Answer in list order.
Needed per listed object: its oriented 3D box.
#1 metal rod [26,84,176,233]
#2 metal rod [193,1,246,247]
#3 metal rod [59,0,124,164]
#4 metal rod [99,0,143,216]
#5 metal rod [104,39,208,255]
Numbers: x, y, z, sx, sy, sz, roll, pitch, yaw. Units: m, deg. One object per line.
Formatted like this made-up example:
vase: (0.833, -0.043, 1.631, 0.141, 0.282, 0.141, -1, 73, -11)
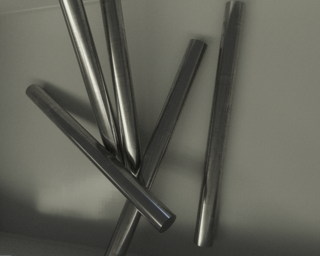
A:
metal rod: (-0.094, 0.023, 0.406, 0.300, 0.025, 0.025, 38, 103, 30)
metal rod: (0.073, -0.003, 0.384, 0.025, 0.025, 0.298, 8, 93, 20)
metal rod: (-0.082, -0.068, 0.372, 0.025, 0.025, 0.298, -3, 115, 20)
metal rod: (-0.043, -0.031, 0.389, 0.025, 0.025, 0.298, -3, 103, 20)
metal rod: (-0.006, 0.031, 0.388, 0.025, 0.025, 0.299, 21, 88, 19)
